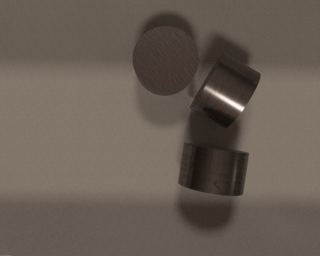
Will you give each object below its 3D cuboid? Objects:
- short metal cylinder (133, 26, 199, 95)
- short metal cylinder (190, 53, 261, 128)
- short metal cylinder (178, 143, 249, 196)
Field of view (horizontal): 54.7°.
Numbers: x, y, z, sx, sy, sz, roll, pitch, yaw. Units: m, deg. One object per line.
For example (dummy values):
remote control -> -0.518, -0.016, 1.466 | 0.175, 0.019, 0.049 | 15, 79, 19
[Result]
short metal cylinder -> 0.007, -0.084, 0.399 | 0.081, 0.050, 0.079 | 0, 90, -1
short metal cylinder -> 0.080, -0.046, 0.385 | 0.050, 0.080, 0.080 | 31, 90, -1
short metal cylinder -> 0.066, 0.049, 0.385 | 0.081, 0.080, 0.050 | 8, 90, -1
